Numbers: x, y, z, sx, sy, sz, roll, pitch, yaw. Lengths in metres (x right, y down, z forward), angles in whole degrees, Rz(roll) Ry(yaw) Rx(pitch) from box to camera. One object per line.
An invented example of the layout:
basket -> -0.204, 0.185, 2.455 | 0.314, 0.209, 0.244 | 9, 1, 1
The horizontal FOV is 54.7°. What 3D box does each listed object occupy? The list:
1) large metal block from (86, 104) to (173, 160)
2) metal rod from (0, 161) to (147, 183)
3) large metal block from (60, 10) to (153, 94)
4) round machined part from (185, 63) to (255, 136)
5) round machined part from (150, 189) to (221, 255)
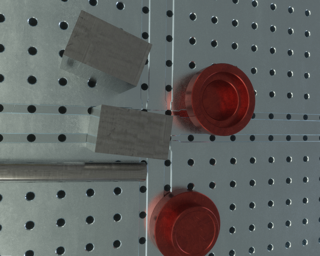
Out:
large metal block -> -0.040, 0.005, 0.369 | 0.081, 0.080, 0.050 | 8, 87, -20
metal rod -> -0.162, 0.050, 0.352 | 0.302, 0.025, 0.025 | 3, 89, -20
large metal block -> -0.066, -0.082, 0.359 | 0.080, 0.080, 0.050 | 22, 83, -19
round machined part -> 0.079, -0.038, 0.433 | 0.099, 0.042, 0.097 | 0, 90, -20
round machined part -> 0.039, 0.135, 0.418 | 0.099, 0.042, 0.097 | 0, 90, -20
